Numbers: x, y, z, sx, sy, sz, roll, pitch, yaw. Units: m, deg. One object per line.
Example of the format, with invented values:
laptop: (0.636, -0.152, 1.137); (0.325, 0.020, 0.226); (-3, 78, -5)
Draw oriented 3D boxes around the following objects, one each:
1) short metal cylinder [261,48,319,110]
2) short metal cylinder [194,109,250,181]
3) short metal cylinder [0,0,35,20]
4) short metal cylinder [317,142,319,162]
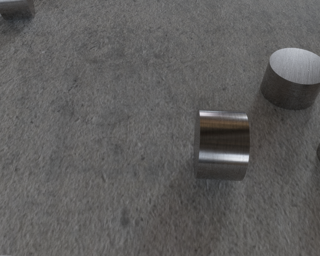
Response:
short metal cylinder: (0.194, -0.072, 0.450); (0.081, 0.050, 0.080); (0, 50, 0)
short metal cylinder: (0.067, 0.019, 0.353); (0.050, 0.080, 0.080); (3, 50, 2)
short metal cylinder: (-0.267, -0.242, 0.567); (0.050, 0.080, 0.080); (-11, 51, -10)
short metal cylinder: (0.240, 0.024, 0.370); (0.081, 0.050, 0.080); (0, 50, 0)
